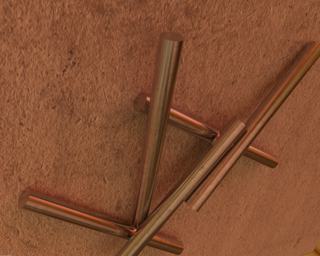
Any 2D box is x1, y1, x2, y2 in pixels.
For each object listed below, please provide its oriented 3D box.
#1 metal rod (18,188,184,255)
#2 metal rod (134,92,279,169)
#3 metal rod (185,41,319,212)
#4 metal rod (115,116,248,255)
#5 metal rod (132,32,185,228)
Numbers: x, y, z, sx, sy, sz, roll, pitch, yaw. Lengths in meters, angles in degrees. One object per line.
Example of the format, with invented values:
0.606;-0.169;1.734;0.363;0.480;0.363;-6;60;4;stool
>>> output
-0.065;0.150;0.463;0.301;0.025;0.025;34;99;-39;metal rod
0.088;0.014;0.463;0.302;0.025;0.025;22;106;-36;metal rod
0.139;-0.004;0.453;0.300;0.025;0.025;-51;129;-2;metal rod
0.018;0.106;0.446;0.025;0.025;0.299;33;99;-38;metal rod
-0.010;0.028;0.393;0.025;0.025;0.298;-9;130;-24;metal rod
